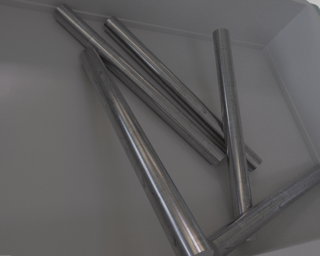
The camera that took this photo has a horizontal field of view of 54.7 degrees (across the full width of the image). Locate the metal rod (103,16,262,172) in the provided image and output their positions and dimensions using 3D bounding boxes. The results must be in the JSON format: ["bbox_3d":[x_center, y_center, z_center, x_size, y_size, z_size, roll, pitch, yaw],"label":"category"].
[{"bbox_3d":[0.032,-0.051,0.453,0.300,0.025,0.025,45,51,3],"label":"metal rod"}]

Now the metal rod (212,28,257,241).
[{"bbox_3d":[0.100,-0.004,0.427,0.025,0.025,0.299,6,69,-25],"label":"metal rod"}]

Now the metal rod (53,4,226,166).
[{"bbox_3d":[-0.028,-0.060,0.426,0.300,0.025,0.025,43,51,1],"label":"metal rod"}]

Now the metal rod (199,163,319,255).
[{"bbox_3d":[0.156,0.095,0.403,0.302,0.025,0.025,-13,68,-43],"label":"metal rod"}]

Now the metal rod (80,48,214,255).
[{"bbox_3d":[-0.034,-0.002,0.315,0.025,0.025,0.300,-3,40,-30],"label":"metal rod"}]
